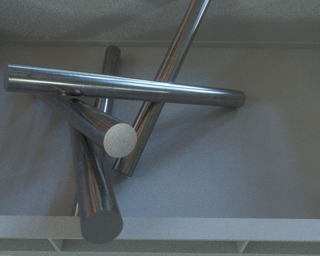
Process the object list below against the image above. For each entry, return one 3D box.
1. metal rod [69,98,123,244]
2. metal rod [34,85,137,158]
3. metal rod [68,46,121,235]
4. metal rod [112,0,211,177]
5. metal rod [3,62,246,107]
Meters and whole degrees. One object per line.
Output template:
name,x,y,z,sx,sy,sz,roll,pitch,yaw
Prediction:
metal rod,-0.079,0.004,0.318,0.025,0.025,0.300,-15,26,-12
metal rod,-0.106,-0.027,0.337,0.025,0.025,0.300,-30,28,-22
metal rod,-0.079,-0.010,0.412,0.025,0.025,0.300,1,50,0
metal rod,0.014,-0.079,0.403,0.025,0.025,0.300,20,74,15
metal rod,-0.010,-0.043,0.354,0.302,0.025,0.025,0,44,-36
